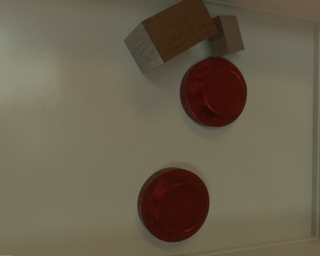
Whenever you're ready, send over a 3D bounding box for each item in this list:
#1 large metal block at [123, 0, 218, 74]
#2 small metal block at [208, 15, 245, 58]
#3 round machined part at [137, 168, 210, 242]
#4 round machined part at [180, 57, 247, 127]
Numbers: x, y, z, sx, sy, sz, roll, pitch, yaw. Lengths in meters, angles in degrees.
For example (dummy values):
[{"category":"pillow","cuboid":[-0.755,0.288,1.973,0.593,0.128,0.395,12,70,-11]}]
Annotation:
[{"category":"large metal block","cuboid":[0.010,-0.114,0.386,0.080,0.080,0.050,-33,101,-17]},{"category":"small metal block","cuboid":[0.091,-0.128,0.434,0.050,0.025,0.050,-23,99,-48]},{"category":"round machined part","cuboid":[0.023,0.103,0.411,0.099,0.042,0.097,0,90,-21]},{"category":"round machined part","cuboid":[0.081,-0.050,0.433,0.099,0.042,0.097,0,90,-21]}]
